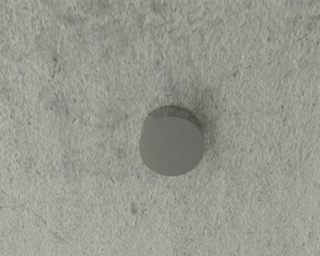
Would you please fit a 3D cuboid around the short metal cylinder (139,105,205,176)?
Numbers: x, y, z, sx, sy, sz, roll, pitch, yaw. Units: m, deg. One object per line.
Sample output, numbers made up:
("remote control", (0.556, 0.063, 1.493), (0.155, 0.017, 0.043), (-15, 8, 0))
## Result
("short metal cylinder", (0.014, 0.016, 0.402), (0.081, 0.050, 0.079), (0, 110, -1))
